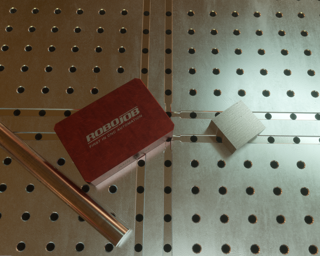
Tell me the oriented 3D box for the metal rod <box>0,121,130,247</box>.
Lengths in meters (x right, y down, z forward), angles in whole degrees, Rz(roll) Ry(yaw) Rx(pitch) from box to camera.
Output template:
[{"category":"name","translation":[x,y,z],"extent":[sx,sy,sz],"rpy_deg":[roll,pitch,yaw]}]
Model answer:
[{"category":"metal rod","translation":[-0.163,0.043,0.394],"extent":[0.300,0.025,0.025],"rpy_deg":[36,74,12]}]

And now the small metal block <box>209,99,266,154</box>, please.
[{"category":"small metal block","translation":[0.102,-0.002,0.414],"extent":[0.050,0.025,0.050],"rpy_deg":[-34,74,-12]}]

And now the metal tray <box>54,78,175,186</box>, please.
[{"category":"metal tray","translation":[-0.058,0.003,0.407],"extent":[0.131,0.030,0.090],"rpy_deg":[-32,74,-12]}]
